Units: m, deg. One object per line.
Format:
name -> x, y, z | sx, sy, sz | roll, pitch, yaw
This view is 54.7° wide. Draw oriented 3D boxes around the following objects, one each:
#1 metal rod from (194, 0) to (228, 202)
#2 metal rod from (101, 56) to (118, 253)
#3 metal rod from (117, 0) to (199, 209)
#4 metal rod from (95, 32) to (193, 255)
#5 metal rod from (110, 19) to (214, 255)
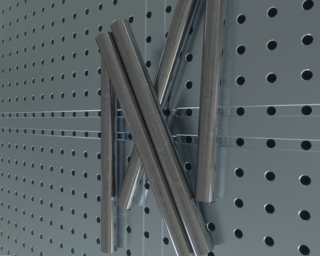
metal rod -> 0.060, -0.065, 0.357 | 0.025, 0.025, 0.298 | 5, 93, 39
metal rod -> -0.077, 0.036, 0.470 | 0.025, 0.025, 0.298 | 0, 90, 39
metal rod -> -0.006, -0.028, 0.412 | 0.025, 0.025, 0.298 | 28, 107, 36
metal rod -> -0.020, 0.018, 0.394 | 0.025, 0.025, 0.299 | -25, 84, 37
metal rod -> 0.000, 0.006, 0.381 | 0.025, 0.025, 0.299 | -25, 82, 37
